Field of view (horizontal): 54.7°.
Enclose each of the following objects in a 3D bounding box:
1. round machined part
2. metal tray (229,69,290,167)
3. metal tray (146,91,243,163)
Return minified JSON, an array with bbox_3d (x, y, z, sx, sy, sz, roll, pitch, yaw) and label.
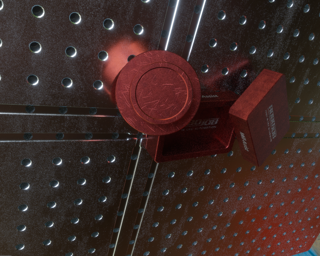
[{"bbox_3d":[-0.001,-0.039,0.350,0.099,0.042,0.097,-1,97,-8],"label":"round machined part"},{"bbox_3d":[0.153,-0.012,0.462,0.090,0.030,0.130,-47,139,-15],"label":"metal tray"},{"bbox_3d":[0.051,-0.003,0.435,0.131,0.030,0.089,-5,121,-26],"label":"metal tray"}]
